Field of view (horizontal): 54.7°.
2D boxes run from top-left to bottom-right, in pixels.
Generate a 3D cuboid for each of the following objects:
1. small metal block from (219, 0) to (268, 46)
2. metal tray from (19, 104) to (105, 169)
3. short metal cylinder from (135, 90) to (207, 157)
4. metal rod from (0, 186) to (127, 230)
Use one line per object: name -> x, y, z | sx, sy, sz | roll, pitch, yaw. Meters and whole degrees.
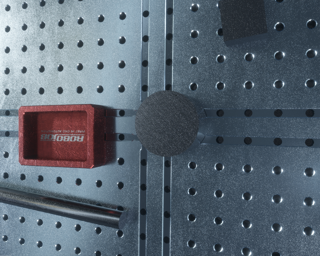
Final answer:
small metal block -> 0.102, -0.132, 0.377 | 0.050, 0.025, 0.050 | -7, 88, 19
metal tray -> -0.147, 0.011, 0.460 | 0.130, 0.030, 0.089 | 0, 90, 19
short metal cylinder -> 0.015, -0.005, 0.393 | 0.080, 0.050, 0.079 | 0, 90, 19
metal rod -> -0.193, 0.114, 0.478 | 0.301, 0.025, 0.025 | 6, 92, 19
